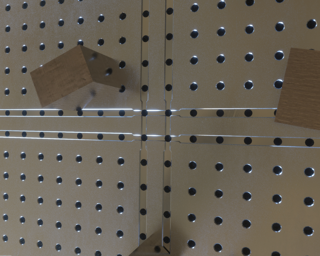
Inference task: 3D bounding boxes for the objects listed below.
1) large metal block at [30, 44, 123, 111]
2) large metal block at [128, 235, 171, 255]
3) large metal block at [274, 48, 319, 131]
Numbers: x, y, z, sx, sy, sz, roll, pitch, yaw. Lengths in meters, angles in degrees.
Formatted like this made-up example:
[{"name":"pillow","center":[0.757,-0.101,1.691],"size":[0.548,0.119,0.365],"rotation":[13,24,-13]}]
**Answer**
[{"name":"large metal block","center":[-0.110,-0.063,0.421],"size":[0.080,0.080,0.050],"rotation":[-23,83,18]},{"name":"large metal block","center":[-0.033,0.194,0.394],"size":[0.050,0.080,0.080],"rotation":[44,103,14]},{"name":"large metal block","center":[0.175,-0.037,0.338],"size":[0.080,0.050,0.079],"rotation":[12,94,19]}]
